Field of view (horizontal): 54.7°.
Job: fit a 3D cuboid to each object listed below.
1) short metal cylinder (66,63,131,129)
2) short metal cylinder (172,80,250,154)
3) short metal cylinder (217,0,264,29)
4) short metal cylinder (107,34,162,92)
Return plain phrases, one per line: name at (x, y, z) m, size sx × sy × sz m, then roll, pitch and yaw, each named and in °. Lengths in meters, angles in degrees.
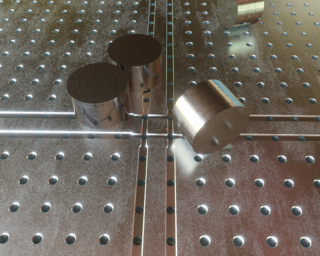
short metal cylinder at (-0.083, -0.045, 0.428) m, size 0.081 × 0.050 × 0.080 m, roll 0°, pitch 50°, yaw 0°
short metal cylinder at (0.062, -0.013, 0.383) m, size 0.081 × 0.080 × 0.050 m, roll -21°, pitch 53°, yaw -17°
short metal cylinder at (0.144, -0.226, 0.563) m, size 0.050 × 0.080 × 0.080 m, roll -14°, pitch 52°, yaw -11°
short metal cylinder at (-0.037, -0.100, 0.475) m, size 0.081 × 0.050 × 0.080 m, roll 0°, pitch 50°, yaw 0°
